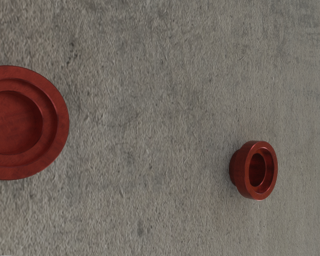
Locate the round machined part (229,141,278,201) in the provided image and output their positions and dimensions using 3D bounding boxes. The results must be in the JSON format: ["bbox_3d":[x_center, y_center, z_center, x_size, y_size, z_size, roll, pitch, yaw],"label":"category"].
[{"bbox_3d":[0.154,0.070,0.523,0.099,0.042,0.097,0,90,-40],"label":"round machined part"}]

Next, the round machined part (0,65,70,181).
[{"bbox_3d":[-0.137,-0.004,0.279,0.099,0.042,0.097,0,90,-40],"label":"round machined part"}]
